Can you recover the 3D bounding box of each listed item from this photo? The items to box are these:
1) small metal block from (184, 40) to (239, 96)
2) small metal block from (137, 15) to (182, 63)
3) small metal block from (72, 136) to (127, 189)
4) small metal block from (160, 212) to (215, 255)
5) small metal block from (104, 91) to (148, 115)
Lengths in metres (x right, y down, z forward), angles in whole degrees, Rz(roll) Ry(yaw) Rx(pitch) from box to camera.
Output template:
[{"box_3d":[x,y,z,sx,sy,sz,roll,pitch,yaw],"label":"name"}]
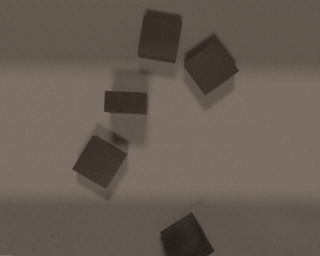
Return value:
[{"box_3d":[0.068,-0.079,0.412,0.050,0.025,0.050,-36,90,0],"label":"small metal block"},{"box_3d":[0.000,-0.117,0.411,0.050,0.025,0.050,9,90,-1],"label":"small metal block"},{"box_3d":[-0.079,0.044,0.410,0.050,0.025,0.050,31,90,-1],"label":"small metal block"},{"box_3d":[0.034,0.145,0.397,0.050,0.050,0.025,-32,122,-1],"label":"small metal block"},{"box_3d":[-0.042,-0.031,0.398,0.050,0.050,0.025,2,90,-1],"label":"small metal block"}]
